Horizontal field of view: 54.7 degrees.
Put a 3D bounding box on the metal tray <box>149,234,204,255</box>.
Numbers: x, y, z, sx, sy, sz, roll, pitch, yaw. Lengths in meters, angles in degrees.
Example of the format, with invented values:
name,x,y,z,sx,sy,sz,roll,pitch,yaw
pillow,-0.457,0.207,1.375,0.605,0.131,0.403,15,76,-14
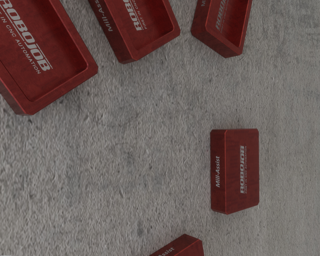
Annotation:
name,x,y,z,sx,sy,sz,roll,pitch,yaw
metal tray,0.007,0.210,0.408,0.131,0.030,0.089,-16,101,-39

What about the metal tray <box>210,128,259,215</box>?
name,x,y,z,sx,sy,sz,roll,pitch,yaw
metal tray,0.123,0.066,0.505,0.091,0.030,0.129,-1,91,-40

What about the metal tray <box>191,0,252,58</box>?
name,x,y,z,sx,sy,sz,roll,pitch,yaw
metal tray,0.101,-0.188,0.485,0.091,0.030,0.129,22,76,-38

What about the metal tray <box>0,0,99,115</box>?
name,x,y,z,sx,sy,sz,roll,pitch,yaw
metal tray,-0.129,-0.088,0.292,0.090,0.030,0.130,-43,116,-32

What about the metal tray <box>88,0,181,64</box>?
name,x,y,z,sx,sy,sz,roll,pitch,yaw
metal tray,-0.036,-0.154,0.370,0.091,0.030,0.129,-40,114,-33
